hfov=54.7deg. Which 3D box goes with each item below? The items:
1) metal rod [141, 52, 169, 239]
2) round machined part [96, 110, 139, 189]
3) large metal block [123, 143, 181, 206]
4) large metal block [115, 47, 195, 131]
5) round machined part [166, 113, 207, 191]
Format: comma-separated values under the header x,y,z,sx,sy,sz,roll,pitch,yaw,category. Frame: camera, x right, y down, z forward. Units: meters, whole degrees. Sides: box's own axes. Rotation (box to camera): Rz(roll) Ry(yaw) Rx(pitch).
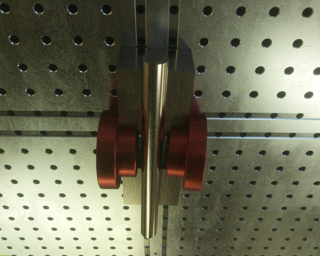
x,y,z,sx,sy,sz,roll,pitch,yaw,category
-0.011,0.048,0.386,0.025,0.025,0.298,2,130,-2,metal rod
-0.049,0.027,0.385,0.042,0.098,0.097,2,130,-1,round machined part
-0.012,0.068,0.452,0.081,0.050,0.079,2,130,-2,large metal block
-0.006,-0.044,0.357,0.081,0.050,0.079,2,130,-2,large metal block
0.031,0.029,0.388,0.042,0.098,0.097,4,130,2,round machined part
